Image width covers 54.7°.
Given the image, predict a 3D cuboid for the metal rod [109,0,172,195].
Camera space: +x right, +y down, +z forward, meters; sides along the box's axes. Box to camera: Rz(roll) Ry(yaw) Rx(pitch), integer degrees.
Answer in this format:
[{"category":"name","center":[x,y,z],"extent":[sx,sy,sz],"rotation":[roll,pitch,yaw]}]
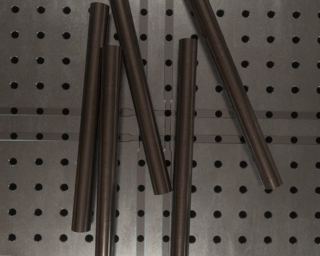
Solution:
[{"category":"metal rod","center":[-0.029,-0.060,0.412],"extent":[0.025,0.025,0.298],"rotation":[-13,90,0]}]

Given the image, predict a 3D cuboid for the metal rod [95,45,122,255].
[{"category":"metal rod","center":[-0.068,0.044,0.406],"extent":[0.025,0.025,0.298],"rotation":[3,92,-1]}]

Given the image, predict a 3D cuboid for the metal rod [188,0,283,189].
[{"category":"metal rod","center":[0.096,-0.061,0.414],"extent":[0.025,0.025,0.299],"rotation":[-22,90,0]}]

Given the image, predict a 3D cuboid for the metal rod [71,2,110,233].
[{"category":"metal rod","center":[-0.092,-0.014,0.412],"extent":[0.025,0.025,0.298],"rotation":[5,90,-1]}]

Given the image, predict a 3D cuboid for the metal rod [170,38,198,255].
[{"category":"metal rod","center":[0.032,0.032,0.413],"extent":[0.025,0.025,0.298],"rotation":[2,90,-1]}]
